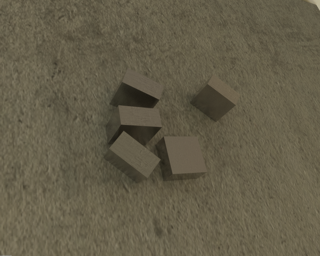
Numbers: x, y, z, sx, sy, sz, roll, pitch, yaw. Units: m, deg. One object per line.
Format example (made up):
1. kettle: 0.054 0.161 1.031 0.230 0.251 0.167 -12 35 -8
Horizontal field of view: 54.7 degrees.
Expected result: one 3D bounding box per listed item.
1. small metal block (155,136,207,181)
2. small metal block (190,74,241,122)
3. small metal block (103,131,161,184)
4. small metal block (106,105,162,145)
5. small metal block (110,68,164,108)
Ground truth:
1. small metal block: 0.027 0.039 0.396 0.050 0.025 0.050 1 61 -28
2. small metal block: 0.081 -0.043 0.460 0.050 0.050 0.025 36 51 -5
3. small metal block: -0.033 0.034 0.347 0.050 0.050 0.025 38 67 -3
4. small metal block: -0.033 -0.002 0.372 0.050 0.050 0.025 3 60 -27
5. small metal block: -0.031 -0.043 0.399 0.050 0.050 0.025 25 53 -14
